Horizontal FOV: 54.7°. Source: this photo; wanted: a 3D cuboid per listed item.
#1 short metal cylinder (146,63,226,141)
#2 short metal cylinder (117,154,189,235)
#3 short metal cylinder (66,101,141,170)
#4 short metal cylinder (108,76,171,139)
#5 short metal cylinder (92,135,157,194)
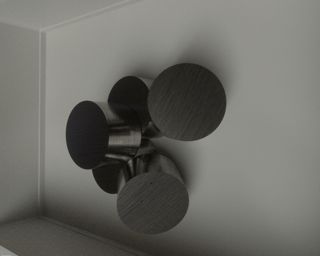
[{"bbox_3d":[0.026,-0.026,0.339,0.081,0.050,0.079,0,89,-5],"label":"short metal cylinder"},{"bbox_3d":[-0.010,0.077,0.367,0.050,0.081,0.079,-112,39,-71],"label":"short metal cylinder"},{"bbox_3d":[-0.070,0.008,0.377,0.080,0.050,0.079,0,90,39],"label":"short metal cylinder"},{"bbox_3d":[-0.024,-0.025,0.406,0.080,0.050,0.079,0,90,39],"label":"short metal cylinder"},{"bbox_3d":[-0.050,0.047,0.428,0.080,0.050,0.079,0,90,39],"label":"short metal cylinder"}]
